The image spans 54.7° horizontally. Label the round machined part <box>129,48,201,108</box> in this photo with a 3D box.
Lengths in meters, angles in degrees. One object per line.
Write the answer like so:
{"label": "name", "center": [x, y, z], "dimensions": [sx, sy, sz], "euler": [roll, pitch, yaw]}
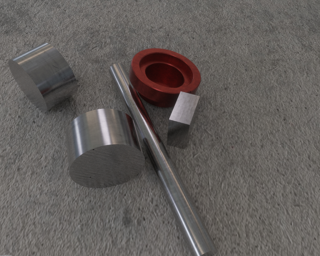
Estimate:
{"label": "round machined part", "center": [0.005, -0.067, 0.438], "dimensions": [0.099, 0.042, 0.098], "euler": [10, 46, -10]}

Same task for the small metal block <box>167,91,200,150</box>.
{"label": "small metal block", "center": [0.029, -0.009, 0.394], "dimensions": [0.025, 0.050, 0.050], "euler": [16, 52, 10]}

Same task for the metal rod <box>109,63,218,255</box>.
{"label": "metal rod", "center": [-0.011, 0.017, 0.388], "dimensions": [0.025, 0.025, 0.300], "euler": [-17, 52, -14]}

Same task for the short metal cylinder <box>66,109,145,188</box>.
{"label": "short metal cylinder", "center": [-0.062, 0.024, 0.347], "dimensions": [0.081, 0.080, 0.050], "euler": [-12, 51, -10]}

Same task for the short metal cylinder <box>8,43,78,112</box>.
{"label": "short metal cylinder", "center": [-0.159, -0.069, 0.424], "dimensions": [0.080, 0.080, 0.050], "euler": [35, 59, 26]}
